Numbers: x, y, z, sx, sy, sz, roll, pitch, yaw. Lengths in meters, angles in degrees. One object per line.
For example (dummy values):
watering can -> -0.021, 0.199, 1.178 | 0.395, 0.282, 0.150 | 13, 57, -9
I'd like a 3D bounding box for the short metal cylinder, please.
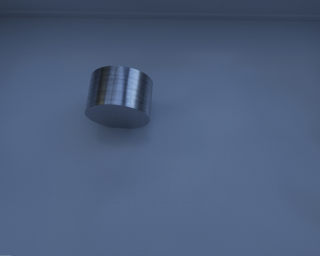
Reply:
short metal cylinder -> -0.051, -0.036, 0.394 | 0.080, 0.080, 0.050 | 4, 70, 1
